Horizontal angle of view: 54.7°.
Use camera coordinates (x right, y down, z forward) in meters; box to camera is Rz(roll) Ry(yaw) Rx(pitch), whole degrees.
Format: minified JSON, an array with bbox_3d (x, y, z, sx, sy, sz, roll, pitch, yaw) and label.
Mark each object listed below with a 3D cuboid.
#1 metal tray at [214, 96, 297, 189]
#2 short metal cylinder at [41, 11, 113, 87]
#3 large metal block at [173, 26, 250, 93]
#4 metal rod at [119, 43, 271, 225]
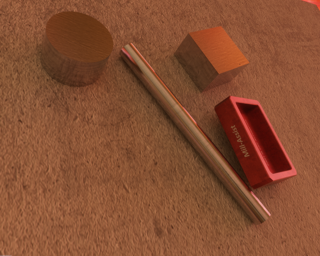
[{"bbox_3d":[0.139,0.018,0.451,0.091,0.030,0.130,1,60,-46],"label":"metal tray"},{"bbox_3d":[-0.106,-0.099,0.392,0.081,0.050,0.080,14,56,-21],"label":"short metal cylinder"},{"bbox_3d":[0.084,-0.113,0.504,0.081,0.050,0.080,-24,75,-37],"label":"large metal block"},{"bbox_3d":[0.043,0.003,0.426,0.025,0.025,0.300,-32,80,-38],"label":"metal rod"}]
